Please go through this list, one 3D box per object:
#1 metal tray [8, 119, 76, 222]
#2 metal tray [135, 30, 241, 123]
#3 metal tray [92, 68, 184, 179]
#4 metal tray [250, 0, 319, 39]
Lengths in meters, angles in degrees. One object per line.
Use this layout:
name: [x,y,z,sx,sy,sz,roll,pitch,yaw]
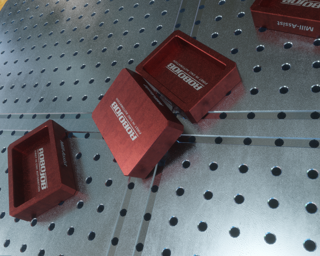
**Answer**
metal tray: [-0.181,0.060,0.464,0.090,0.030,0.130,-31,52,8]
metal tray: [0.035,-0.076,0.434,0.090,0.030,0.130,-44,51,-2]
metal tray: [-0.035,-0.009,0.411,0.090,0.030,0.130,-52,49,17]
metal tray: [0.197,-0.165,0.402,0.130,0.030,0.090,28,77,37]
